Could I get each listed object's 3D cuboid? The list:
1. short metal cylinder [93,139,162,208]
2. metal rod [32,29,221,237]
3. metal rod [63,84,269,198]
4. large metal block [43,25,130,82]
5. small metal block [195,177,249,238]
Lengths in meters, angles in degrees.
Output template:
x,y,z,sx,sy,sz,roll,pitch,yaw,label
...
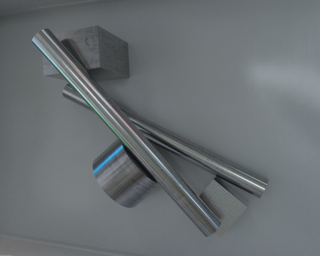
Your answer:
x,y,z,sx,sy,sz,roll,pitch,yaw,label
-0.037,0.052,0.391,0.050,0.080,0.080,-42,77,15,short metal cylinder
-0.038,0.005,0.360,0.025,0.025,0.300,-42,90,15,metal rod
-0.005,0.008,0.410,0.301,0.025,0.025,26,99,17,metal rod
-0.096,-0.093,0.413,0.080,0.080,0.050,-4,89,19,large metal block
0.073,0.096,0.383,0.050,0.025,0.050,40,102,15,small metal block
